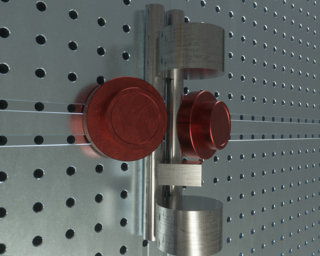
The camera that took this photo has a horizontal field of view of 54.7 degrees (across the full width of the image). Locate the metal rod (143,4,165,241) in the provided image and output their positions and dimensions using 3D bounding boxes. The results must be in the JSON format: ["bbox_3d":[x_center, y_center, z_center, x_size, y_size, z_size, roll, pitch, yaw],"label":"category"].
[{"bbox_3d":[-0.008,-0.008,0.401,0.025,0.025,0.298,1,89,-40],"label":"metal rod"}]

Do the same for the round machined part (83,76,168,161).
[{"bbox_3d":[-0.034,-0.010,0.353,0.099,0.042,0.097,0,90,-26],"label":"round machined part"}]

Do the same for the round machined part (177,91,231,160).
[{"bbox_3d":[0.068,-0.004,0.437,0.099,0.042,0.097,-1,91,-55],"label":"round machined part"}]

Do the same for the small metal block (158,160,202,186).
[{"bbox_3d":[0.027,0.055,0.385,0.050,0.050,0.025,6,85,-82],"label":"small metal block"}]

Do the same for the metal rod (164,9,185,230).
[{"bbox_3d":[0.019,-0.009,0.424,0.025,0.025,0.298,1,89,-40],"label":"metal rod"}]

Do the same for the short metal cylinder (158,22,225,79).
[{"bbox_3d":[0.038,-0.090,0.376,0.081,0.080,0.050,1,90,-40],"label":"short metal cylinder"}]

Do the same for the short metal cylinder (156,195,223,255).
[{"bbox_3d":[0.035,0.115,0.375,0.081,0.080,0.050,1,90,-40],"label":"short metal cylinder"}]
